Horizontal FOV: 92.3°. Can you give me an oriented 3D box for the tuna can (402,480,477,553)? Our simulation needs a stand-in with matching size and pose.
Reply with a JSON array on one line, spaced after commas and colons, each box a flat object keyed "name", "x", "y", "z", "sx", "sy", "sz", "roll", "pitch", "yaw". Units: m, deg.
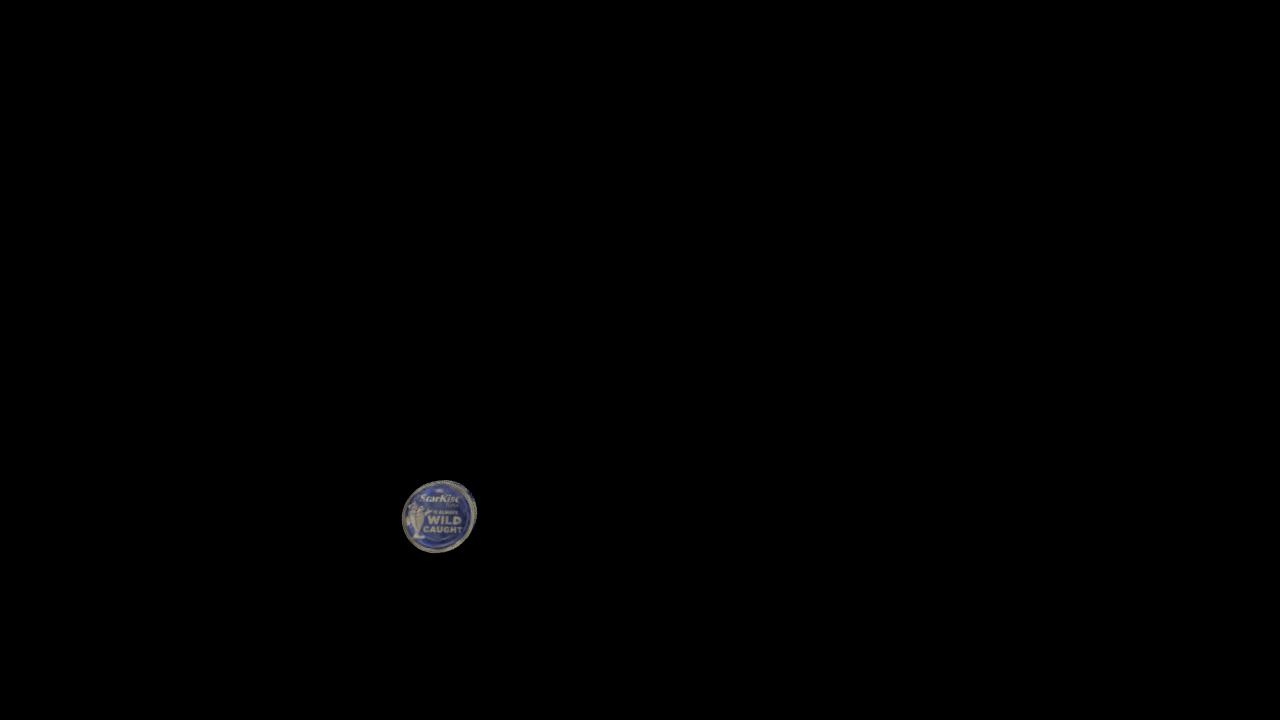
[{"name": "tuna can", "x": -0.240, "y": 0.187, "z": 0.743, "sx": 0.084, "sy": 0.084, "sz": 0.034, "roll": 0, "pitch": -7, "yaw": -8}]
